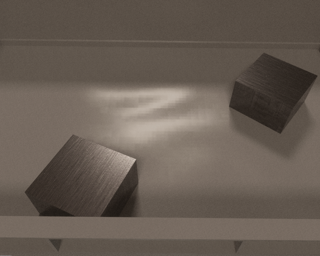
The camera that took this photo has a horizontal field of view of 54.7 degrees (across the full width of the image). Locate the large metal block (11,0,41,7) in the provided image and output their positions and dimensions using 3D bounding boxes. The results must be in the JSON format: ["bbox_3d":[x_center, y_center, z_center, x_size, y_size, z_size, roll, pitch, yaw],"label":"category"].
[{"bbox_3d":[-0.270,-0.304,0.624,0.050,0.080,0.080,7,50,5],"label":"large metal block"}]

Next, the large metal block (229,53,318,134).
[{"bbox_3d":[0.157,-0.051,0.434,0.080,0.050,0.080,32,57,24],"label":"large metal block"}]

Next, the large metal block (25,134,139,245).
[{"bbox_3d":[-0.079,0.064,0.334,0.080,0.050,0.080,20,53,15],"label":"large metal block"}]

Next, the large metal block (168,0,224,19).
[{"bbox_3d":[0.074,-0.270,0.620,0.080,0.050,0.080,33,57,24],"label":"large metal block"}]
